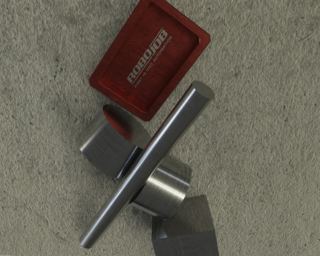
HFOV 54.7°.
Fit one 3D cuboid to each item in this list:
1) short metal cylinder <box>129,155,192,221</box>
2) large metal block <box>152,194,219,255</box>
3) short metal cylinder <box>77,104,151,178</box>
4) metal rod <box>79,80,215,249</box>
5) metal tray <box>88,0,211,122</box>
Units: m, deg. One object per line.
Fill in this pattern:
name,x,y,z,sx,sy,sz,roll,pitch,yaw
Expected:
short metal cylinder,-0.001,0.073,0.408,0.050,0.080,0.080,29,107,-11
large metal block,0.034,0.143,0.433,0.080,0.080,0.050,-11,110,4
short metal cylinder,-0.054,0.016,0.386,0.080,0.080,0.050,39,106,-13
metal rod,-0.032,0.064,0.369,0.025,0.025,0.298,29,125,-10
metal tray,-0.014,-0.084,0.376,0.090,0.030,0.129,34,106,-12
